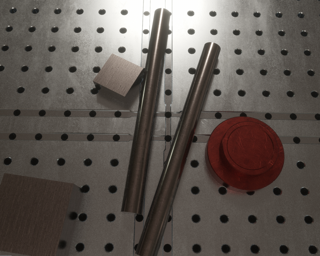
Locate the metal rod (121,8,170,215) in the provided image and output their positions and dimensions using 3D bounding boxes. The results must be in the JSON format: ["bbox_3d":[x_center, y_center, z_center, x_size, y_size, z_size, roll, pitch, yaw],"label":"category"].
[{"bbox_3d":[-0.015,-0.036,0.424,0.025,0.025,0.299,7,70,2],"label":"metal rod"}]

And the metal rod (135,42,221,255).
[{"bbox_3d":[0.030,0.015,0.406,0.025,0.025,0.299,17,71,6],"label":"metal rod"}]

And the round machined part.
[{"bbox_3d":[0.109,0.030,0.393,0.099,0.042,0.098,0,70,-1],"label":"round machined part"}]

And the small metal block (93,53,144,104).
[{"bbox_3d":[-0.057,-0.069,0.436,0.050,0.025,0.050,27,72,9],"label":"small metal block"}]

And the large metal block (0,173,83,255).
[{"bbox_3d":[-0.143,0.102,0.359,0.080,0.050,0.080,8,70,2],"label":"large metal block"}]
